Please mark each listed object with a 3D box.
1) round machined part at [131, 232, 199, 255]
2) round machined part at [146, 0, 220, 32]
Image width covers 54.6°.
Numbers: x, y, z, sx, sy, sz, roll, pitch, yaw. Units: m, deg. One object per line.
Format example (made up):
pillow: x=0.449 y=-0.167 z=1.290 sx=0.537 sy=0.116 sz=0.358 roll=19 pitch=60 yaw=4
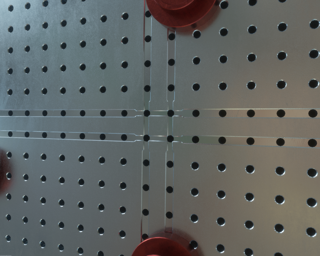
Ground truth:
round machined part: x=0.004 y=0.191 z=0.403 sx=0.098 sy=0.042 sz=0.097 roll=0 pitch=90 yaw=20
round machined part: x=0.026 y=-0.178 z=0.395 sx=0.098 sy=0.042 sz=0.097 roll=0 pitch=90 yaw=20
